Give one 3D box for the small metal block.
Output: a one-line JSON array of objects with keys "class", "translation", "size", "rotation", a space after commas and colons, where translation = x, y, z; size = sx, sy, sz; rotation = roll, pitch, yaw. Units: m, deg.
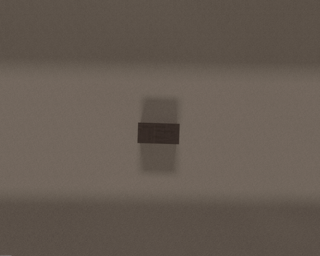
[{"class": "small metal block", "translation": [-0.002, 0.006, 0.399], "size": [0.050, 0.050, 0.025], "rotation": [2, 90, -1]}]
